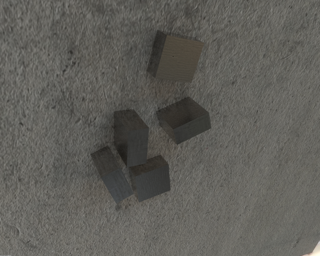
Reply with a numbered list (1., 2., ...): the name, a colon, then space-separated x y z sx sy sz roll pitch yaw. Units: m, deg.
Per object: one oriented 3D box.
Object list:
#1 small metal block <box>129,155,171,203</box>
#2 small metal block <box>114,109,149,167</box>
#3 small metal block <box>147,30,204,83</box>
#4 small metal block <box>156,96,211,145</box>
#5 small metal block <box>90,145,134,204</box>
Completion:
1. small metal block: -0.014 0.072 0.444 0.050 0.025 0.050 -18 126 -18
2. small metal block: -0.036 0.011 0.378 0.025 0.050 0.050 -9 123 -24
3. small metal block: 0.018 -0.083 0.365 0.050 0.025 0.050 2 117 -30
4. small metal block: 0.030 -0.011 0.400 0.050 0.050 0.025 -25 128 -13
5. small metal block: -0.061 0.058 0.393 0.025 0.050 0.050 -28 128 -11
